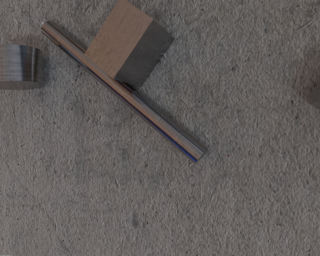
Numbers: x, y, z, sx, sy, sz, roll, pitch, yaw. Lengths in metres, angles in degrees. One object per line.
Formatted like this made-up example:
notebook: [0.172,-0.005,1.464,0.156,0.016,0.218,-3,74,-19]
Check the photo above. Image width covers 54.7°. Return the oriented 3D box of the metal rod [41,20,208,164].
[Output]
metal rod: [-0.058,-0.058,0.429,0.300,0.025,0.025,40,103,15]

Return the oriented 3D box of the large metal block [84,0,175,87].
large metal block: [-0.035,-0.103,0.392,0.050,0.080,0.080,40,103,15]

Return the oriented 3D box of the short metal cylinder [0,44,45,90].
short metal cylinder: [-0.213,-0.087,0.455,0.080,0.080,0.050,-4,89,20]

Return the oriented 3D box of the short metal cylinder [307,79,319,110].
short metal cylinder: [0.199,-0.032,0.309,0.080,0.080,0.050,30,100,17]
